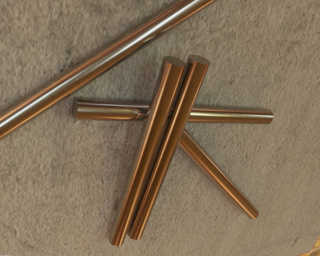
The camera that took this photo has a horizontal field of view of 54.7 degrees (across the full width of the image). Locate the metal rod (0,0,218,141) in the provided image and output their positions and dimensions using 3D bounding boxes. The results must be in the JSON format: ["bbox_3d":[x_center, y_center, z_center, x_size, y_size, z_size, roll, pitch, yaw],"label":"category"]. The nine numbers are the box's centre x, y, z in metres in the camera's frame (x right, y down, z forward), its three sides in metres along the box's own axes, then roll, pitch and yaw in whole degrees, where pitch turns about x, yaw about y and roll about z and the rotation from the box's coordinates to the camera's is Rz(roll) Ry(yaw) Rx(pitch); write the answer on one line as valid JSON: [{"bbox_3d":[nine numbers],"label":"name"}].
[{"bbox_3d":[-0.054,-0.076,0.330,0.301,0.025,0.025,-34,129,-6],"label":"metal rod"}]

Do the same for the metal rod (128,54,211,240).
[{"bbox_3d":[0.002,0.046,0.414,0.025,0.025,0.298,0,126,-29],"label":"metal rod"}]

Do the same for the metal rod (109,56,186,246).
[{"bbox_3d":[-0.026,0.051,0.402,0.025,0.025,0.298,0,126,-29],"label":"metal rod"}]

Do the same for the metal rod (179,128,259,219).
[{"bbox_3d":[0.103,0.087,0.519,0.025,0.025,0.300,-43,130,1],"label":"metal rod"}]

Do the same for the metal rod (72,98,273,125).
[{"bbox_3d":[0.038,-0.020,0.417,0.303,0.025,0.025,1,118,-29],"label":"metal rod"}]
